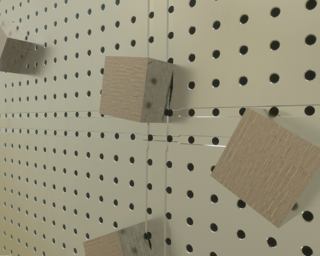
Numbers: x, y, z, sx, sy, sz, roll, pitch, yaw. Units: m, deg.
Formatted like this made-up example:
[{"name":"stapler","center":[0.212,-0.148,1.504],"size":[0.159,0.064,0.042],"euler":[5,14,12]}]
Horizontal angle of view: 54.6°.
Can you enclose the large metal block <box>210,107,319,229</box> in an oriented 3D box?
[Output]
[{"name":"large metal block","center":[0.110,0.035,0.303],"size":[0.080,0.050,0.080],"euler":[37,113,34]}]

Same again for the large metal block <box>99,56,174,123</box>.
[{"name":"large metal block","center":[-0.033,-0.053,0.422],"size":[0.080,0.050,0.080],"euler":[12,98,39]}]

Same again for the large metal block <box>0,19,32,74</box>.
[{"name":"large metal block","center":[-0.328,-0.175,0.667],"size":[0.080,0.050,0.080],"euler":[49,119,29]}]

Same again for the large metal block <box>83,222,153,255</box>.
[{"name":"large metal block","center":[-0.057,0.189,0.441],"size":[0.080,0.050,0.080],"euler":[-30,71,36]}]
